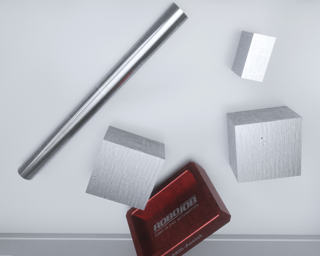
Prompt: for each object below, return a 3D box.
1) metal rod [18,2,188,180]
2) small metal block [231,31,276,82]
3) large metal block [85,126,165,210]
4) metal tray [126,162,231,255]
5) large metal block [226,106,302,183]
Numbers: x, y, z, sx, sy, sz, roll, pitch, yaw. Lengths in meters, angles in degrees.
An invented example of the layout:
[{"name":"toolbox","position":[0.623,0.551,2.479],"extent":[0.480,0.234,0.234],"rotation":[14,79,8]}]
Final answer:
[{"name":"metal rod","position":[-0.081,-0.037,0.396],"extent":[0.025,0.025,0.299],"rotation":[43,104,-15]},{"name":"small metal block","position":[0.109,-0.086,0.368],"extent":[0.025,0.050,0.050],"rotation":[10,110,-4]},{"name":"large metal block","position":[-0.045,0.053,0.417],"extent":[0.080,0.050,0.079],"rotation":[19,109,-7]},{"name":"metal tray","position":[0.019,0.119,0.418],"extent":[0.130,0.090,0.030],"rotation":[-40,133,13]},{"name":"large metal block","position":[0.135,0.021,0.408],"extent":[0.080,0.050,0.079],"rotation":[-7,110,2]}]
